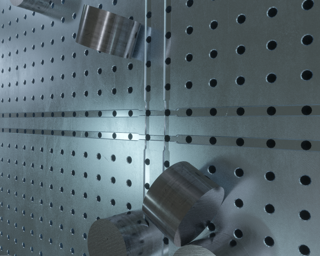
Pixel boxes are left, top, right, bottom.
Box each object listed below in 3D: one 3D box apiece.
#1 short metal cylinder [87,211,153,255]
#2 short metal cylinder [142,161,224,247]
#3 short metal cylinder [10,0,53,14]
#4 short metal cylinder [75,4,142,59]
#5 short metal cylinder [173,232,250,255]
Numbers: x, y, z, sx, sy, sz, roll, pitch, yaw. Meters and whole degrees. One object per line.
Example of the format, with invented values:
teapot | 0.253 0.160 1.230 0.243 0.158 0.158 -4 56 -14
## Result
short metal cylinder | -0.057 0.163 0.438 0.080 0.050 0.079 0 90 39
short metal cylinder | 0.027 0.085 0.350 0.050 0.081 0.079 35 112 34
short metal cylinder | -0.247 -0.267 0.593 0.080 0.050 0.079 0 90 39
short metal cylinder | -0.071 -0.133 0.430 0.080 0.081 0.050 29 108 36
short metal cylinder | 0.057 0.163 0.345 0.080 0.050 0.079 0 90 39
